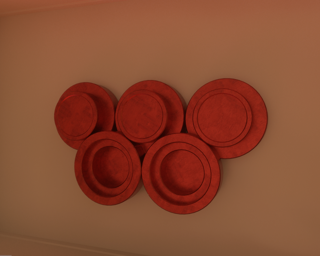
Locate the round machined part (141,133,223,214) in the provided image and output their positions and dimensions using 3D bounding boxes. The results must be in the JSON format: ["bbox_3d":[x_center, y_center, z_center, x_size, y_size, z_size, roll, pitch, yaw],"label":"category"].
[{"bbox_3d":[0.030,0.054,0.389,0.098,0.042,0.097,0,90,20],"label":"round machined part"}]

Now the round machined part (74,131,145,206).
[{"bbox_3d":[-0.063,0.052,0.422,0.098,0.042,0.097,0,90,20],"label":"round machined part"}]

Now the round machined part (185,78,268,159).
[{"bbox_3d":[0.077,-0.011,0.371,0.098,0.042,0.097,0,89,20],"label":"round machined part"}]

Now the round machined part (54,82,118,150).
[{"bbox_3d":[-0.108,-0.016,0.437,0.098,0.042,0.097,0,89,19],"label":"round machined part"}]

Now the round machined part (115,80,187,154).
[{"bbox_3d":[-0.016,-0.014,0.405,0.098,0.042,0.097,0,89,20],"label":"round machined part"}]
